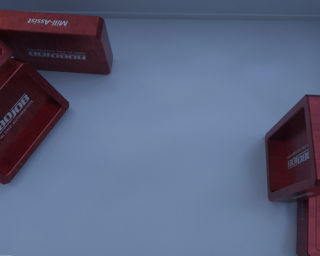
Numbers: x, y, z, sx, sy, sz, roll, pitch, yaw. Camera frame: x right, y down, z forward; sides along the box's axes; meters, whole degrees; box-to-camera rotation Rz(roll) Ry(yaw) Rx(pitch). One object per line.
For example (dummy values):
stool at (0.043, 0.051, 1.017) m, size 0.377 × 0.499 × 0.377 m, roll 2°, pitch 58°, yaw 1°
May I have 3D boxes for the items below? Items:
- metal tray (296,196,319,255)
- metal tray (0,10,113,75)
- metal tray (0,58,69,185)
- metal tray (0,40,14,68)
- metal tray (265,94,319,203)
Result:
metal tray at (0.216, 0.095, 0.369) m, size 0.090 × 0.030 × 0.130 m, roll 11°, pitch 67°, yaw 4°
metal tray at (-0.135, -0.111, 0.414) m, size 0.131 × 0.090 × 0.030 m, roll 4°, pitch 69°, yaw 1°
metal tray at (-0.181, -0.007, 0.373) m, size 0.030 × 0.090 × 0.130 m, roll 22°, pitch 70°, yaw 33°
metal tray at (-0.249, -0.097, 0.344) m, size 0.130 × 0.030 × 0.090 m, roll 42°, pitch 50°, yaw -25°
metal tray at (0.154, 0.030, 0.344) m, size 0.030 × 0.130 × 0.090 m, roll 4°, pitch 70°, yaw 1°
